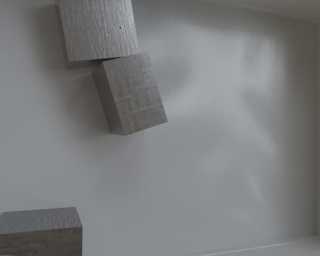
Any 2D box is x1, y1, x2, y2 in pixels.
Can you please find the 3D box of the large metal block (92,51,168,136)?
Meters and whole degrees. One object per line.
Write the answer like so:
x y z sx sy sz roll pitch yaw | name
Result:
-0.039 -0.038 0.367 0.050 0.080 0.080 -19 97 -19 | large metal block

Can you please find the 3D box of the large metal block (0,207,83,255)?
-0.129 0.123 0.334 0.081 0.080 0.050 1 90 -20 | large metal block

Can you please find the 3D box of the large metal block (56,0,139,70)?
-0.076 -0.118 0.369 0.081 0.050 0.080 -10 94 -20 | large metal block
